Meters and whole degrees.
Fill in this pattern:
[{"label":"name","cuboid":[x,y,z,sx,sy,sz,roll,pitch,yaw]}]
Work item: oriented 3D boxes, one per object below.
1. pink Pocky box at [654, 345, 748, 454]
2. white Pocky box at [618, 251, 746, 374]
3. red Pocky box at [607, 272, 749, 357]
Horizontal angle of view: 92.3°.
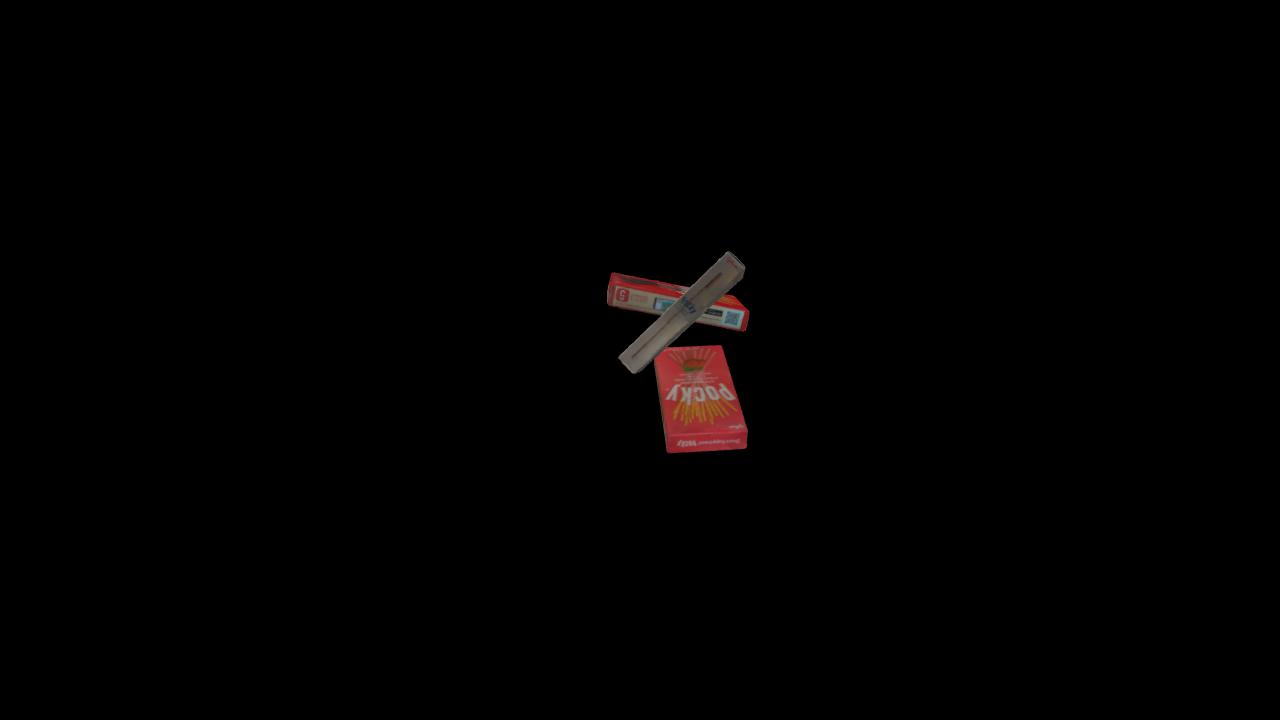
[{"label":"pink Pocky box","cuboid":[0.063,0.038,0.681,0.084,0.029,0.155,-3,37,-2]},{"label":"white Pocky box","cuboid":[0.045,-0.047,0.646,0.154,0.028,0.084,-43,-3,7]},{"label":"red Pocky box","cuboid":[0.040,-0.067,0.695,0.155,0.028,0.083,10,15,-7]}]
